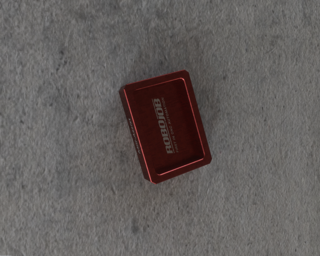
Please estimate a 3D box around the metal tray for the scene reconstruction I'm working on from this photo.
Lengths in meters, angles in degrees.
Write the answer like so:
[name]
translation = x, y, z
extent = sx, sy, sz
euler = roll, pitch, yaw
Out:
[metal tray]
translation = 0.008, -0.003, 0.409
extent = 0.091, 0.030, 0.129
euler = -18, 96, -19
